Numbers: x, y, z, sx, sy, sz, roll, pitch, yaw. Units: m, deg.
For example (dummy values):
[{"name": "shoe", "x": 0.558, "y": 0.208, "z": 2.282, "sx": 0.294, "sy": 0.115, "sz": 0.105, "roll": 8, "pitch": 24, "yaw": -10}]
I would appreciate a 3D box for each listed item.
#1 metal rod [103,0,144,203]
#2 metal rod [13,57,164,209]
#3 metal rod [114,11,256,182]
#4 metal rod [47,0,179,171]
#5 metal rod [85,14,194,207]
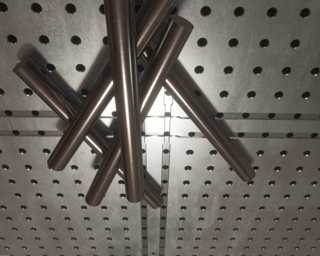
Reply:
[{"name": "metal rod", "x": -0.034, "y": -0.022, "z": 0.323, "sx": 0.025, "sy": 0.025, "sz": 0.298, "roll": 0, "pitch": 130, "yaw": 0}, {"name": "metal rod", "x": -0.080, "y": 0.026, "z": 0.432, "sx": 0.025, "sy": 0.025, "sz": 0.300, "roll": -24, "pitch": 127, "yaw": 19}, {"name": "metal rod", "x": 0.047, "y": -0.021, "z": 0.394, "sx": 0.025, "sy": 0.025, "sz": 0.300, "roll": -29, "pitch": 125, "yaw": 22}, {"name": "metal rod", "x": -0.056, "y": -0.048, "z": 0.335, "sx": 0.025, "sy": 0.025, "sz": 0.298, "roll": 27, "pitch": 125, "yaw": -21}, {"name": "metal rod", "x": -0.040, "y": 0.004, "z": 0.379, "sx": 0.025, "sy": 0.025, "sz": 0.298, "roll": 19, "pitch": 128, "yaw": -16}]
